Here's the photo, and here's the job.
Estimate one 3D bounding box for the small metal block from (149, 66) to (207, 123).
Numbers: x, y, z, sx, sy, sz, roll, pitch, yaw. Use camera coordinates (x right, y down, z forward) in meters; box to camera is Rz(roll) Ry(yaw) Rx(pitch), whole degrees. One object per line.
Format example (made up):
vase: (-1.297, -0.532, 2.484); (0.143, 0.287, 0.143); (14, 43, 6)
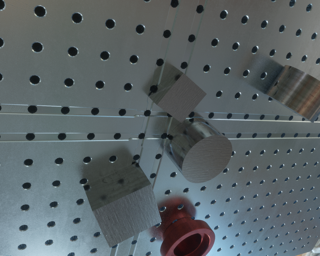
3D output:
small metal block: (0.023, -0.042, 0.398); (0.050, 0.025, 0.050); (34, 99, -39)

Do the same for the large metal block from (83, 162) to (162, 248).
large metal block: (-0.051, 0.107, 0.433); (0.081, 0.050, 0.080); (-23, 127, -15)

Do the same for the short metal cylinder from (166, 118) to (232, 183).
short metal cylinder: (0.055, 0.032, 0.445); (0.081, 0.050, 0.079); (-14, 125, -21)

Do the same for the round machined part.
round machined part: (0.044, 0.199, 0.547); (0.099, 0.042, 0.097); (-14, 124, -21)

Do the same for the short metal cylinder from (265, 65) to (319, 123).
short metal cylinder: (0.205, -0.050, 0.456); (0.080, 0.080, 0.050); (22, 107, -36)
